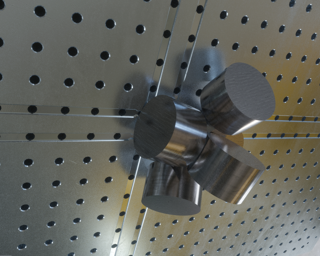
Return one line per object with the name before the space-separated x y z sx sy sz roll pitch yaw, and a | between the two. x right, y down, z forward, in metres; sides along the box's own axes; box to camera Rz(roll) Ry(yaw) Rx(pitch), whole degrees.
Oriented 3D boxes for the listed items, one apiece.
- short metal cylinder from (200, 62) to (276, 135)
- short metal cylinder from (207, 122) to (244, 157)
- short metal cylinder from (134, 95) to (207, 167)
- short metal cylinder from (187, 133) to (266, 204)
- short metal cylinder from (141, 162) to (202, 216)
short metal cylinder | 0.100 -0.036 0.398 0.081 0.080 0.050 2 157 -29
short metal cylinder | 0.072 0.020 0.445 0.081 0.050 0.079 -13 123 -21
short metal cylinder | 0.011 0.005 0.384 0.050 0.080 0.080 20 107 -36
short metal cylinder | 0.081 0.048 0.384 0.081 0.080 0.050 19 108 -36
short metal cylinder | 0.018 0.084 0.430 0.080 0.050 0.080 8 149 5
